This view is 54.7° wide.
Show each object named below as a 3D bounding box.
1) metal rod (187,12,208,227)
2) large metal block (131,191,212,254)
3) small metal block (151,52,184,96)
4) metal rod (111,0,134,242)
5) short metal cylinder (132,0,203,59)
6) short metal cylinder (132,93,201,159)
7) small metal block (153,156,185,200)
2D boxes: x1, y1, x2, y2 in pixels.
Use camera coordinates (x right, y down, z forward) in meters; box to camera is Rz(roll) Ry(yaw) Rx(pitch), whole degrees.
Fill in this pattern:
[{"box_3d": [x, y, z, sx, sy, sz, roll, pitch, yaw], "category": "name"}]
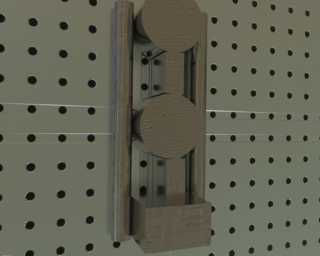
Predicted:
[{"box_3d": [0.052, -0.009, 0.430, 0.025, 0.025, 0.298, 1, 90, -20], "category": "metal rod"}, {"box_3d": [0.009, 0.112, 0.387, 0.081, 0.080, 0.050, 1, 90, -20], "category": "large metal block"}, {"box_3d": [0.009, -0.067, 0.401, 0.025, 0.050, 0.050, 1, 90, -20], "category": "small metal block"}, {"box_3d": [-0.048, -0.009, 0.394, 0.025, 0.025, 0.298, 1, 90, -20], "category": "metal rod"}, {"box_3d": [0.008, -0.132, 0.401, 0.081, 0.050, 0.080, 0, 90, -20], "category": "short metal cylinder"}, {"box_3d": [0.006, -0.003, 0.401, 0.081, 0.050, 0.080, 0, 90, -20], "category": "short metal cylinder"}, {"box_3d": [0.011, 0.063, 0.402, 0.025, 0.050, 0.050, 0, 90, -20], "category": "small metal block"}]
